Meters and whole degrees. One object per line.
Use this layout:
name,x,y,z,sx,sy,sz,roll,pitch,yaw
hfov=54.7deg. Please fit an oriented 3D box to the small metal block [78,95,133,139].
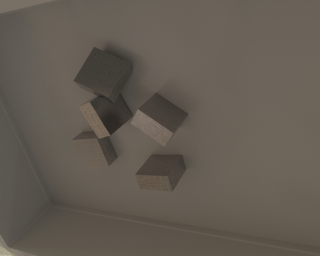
small metal block,-0.072,-0.021,0.415,0.025,0.050,0.050,-15,111,41

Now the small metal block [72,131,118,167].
small metal block,-0.101,0.032,0.482,0.050,0.025,0.050,-5,116,30

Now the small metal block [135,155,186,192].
small metal block,0.002,0.061,0.429,0.050,0.050,0.025,-3,117,29

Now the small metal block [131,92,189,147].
small metal block,0.000,-0.012,0.385,0.050,0.050,0.025,34,129,5

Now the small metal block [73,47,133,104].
small metal block,-0.070,-0.065,0.387,0.050,0.050,0.025,26,170,12
